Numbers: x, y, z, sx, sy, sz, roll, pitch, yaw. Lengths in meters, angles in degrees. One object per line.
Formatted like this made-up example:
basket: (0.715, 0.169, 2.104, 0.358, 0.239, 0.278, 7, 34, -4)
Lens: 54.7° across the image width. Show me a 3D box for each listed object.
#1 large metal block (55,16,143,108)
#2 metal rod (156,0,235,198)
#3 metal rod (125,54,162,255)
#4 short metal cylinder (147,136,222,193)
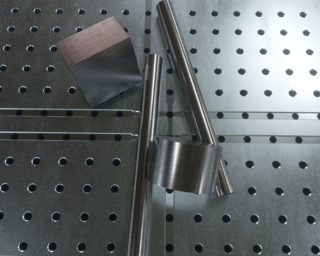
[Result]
large metal block: (-0.077, -0.085, 0.407, 0.080, 0.080, 0.050, -30, 57, -10)
metal rod: (0.043, -0.053, 0.431, 0.025, 0.025, 0.299, -13, 71, -5)
metal rod: (-0.019, 0.040, 0.396, 0.025, 0.025, 0.299, 4, 70, 1)
short metal cylinder: (0.028, 0.040, 0.361, 0.080, 0.080, 0.050, 10, 92, 3)
